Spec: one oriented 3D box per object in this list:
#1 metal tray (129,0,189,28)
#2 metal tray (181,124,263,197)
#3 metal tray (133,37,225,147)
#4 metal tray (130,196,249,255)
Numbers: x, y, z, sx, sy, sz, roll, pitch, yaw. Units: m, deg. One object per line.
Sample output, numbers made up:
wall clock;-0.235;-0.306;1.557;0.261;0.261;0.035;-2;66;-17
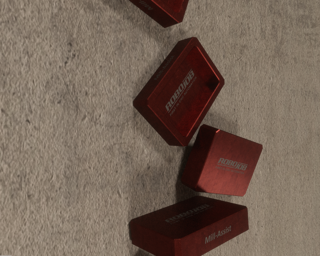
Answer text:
metal tray;-0.015;-0.200;0.389;0.131;0.030;0.090;27;73;-37
metal tray;0.097;0.052;0.466;0.131;0.030;0.090;17;94;-43
metal tray;0.032;-0.050;0.429;0.090;0.030;0.130;49;61;-29
metal tray;0.040;0.124;0.398;0.131;0.090;0.030;-8;95;-40
